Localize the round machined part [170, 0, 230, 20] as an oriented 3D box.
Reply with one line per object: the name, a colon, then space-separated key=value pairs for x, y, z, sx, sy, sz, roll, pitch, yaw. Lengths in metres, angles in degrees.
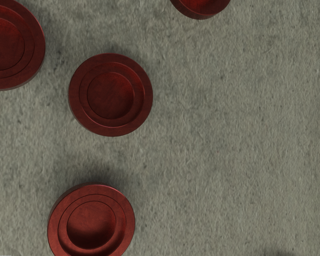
round machined part: x=0.060 y=-0.203 z=0.423 sx=0.099 sy=0.042 sz=0.097 roll=0 pitch=90 yaw=-21

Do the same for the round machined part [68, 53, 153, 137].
round machined part: x=-0.062 y=-0.039 z=0.378 sx=0.099 sy=0.042 sz=0.097 roll=0 pitch=90 yaw=-21

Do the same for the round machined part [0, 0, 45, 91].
round machined part: x=-0.177 y=-0.088 z=0.335 sx=0.099 sy=0.042 sz=0.097 roll=0 pitch=90 yaw=-21

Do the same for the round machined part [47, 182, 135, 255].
round machined part: x=-0.083 y=0.113 z=0.370 sx=0.099 sy=0.042 sz=0.097 roll=0 pitch=90 yaw=-21
